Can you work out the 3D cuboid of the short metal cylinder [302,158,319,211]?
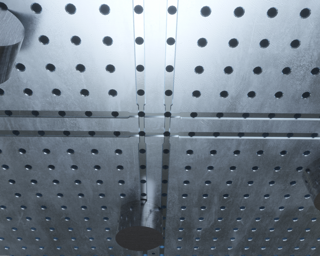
[{"bbox_3d":[0.268,0.086,0.473,0.081,0.050,0.079,0,130,0],"label":"short metal cylinder"}]

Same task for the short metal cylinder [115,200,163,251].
[{"bbox_3d":[-0.035,0.171,0.541,0.081,0.050,0.079,-1,130,0],"label":"short metal cylinder"}]

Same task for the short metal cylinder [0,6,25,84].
[{"bbox_3d":[-0.180,-0.085,0.300,0.080,0.080,0.050,24,126,-20],"label":"short metal cylinder"}]
